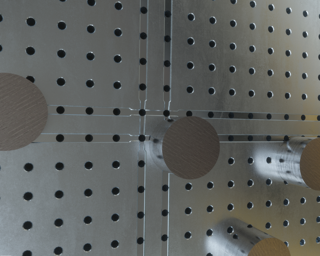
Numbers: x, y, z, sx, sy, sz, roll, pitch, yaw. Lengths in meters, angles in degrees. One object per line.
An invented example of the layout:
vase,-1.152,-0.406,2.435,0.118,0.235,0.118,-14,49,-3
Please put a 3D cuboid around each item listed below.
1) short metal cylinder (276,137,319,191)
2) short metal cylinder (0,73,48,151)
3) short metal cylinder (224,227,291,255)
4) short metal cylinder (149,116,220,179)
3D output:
short metal cylinder,0.232,0.054,0.487,0.081,0.050,0.079,0,90,-20
short metal cylinder,-0.166,-0.017,0.338,0.081,0.050,0.079,0,90,-20
short metal cylinder,0.142,0.193,0.454,0.081,0.050,0.079,0,90,-21
short metal cylinder,0.032,0.025,0.412,0.081,0.050,0.079,0,90,-20
